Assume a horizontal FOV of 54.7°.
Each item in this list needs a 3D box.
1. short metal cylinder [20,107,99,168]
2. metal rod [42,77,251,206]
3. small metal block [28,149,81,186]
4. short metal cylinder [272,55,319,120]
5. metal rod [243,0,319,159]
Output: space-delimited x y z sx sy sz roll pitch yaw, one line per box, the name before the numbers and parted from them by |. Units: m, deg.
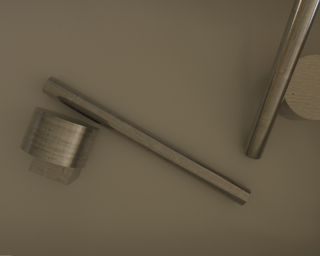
short metal cylinder | -0.122 0.011 0.382 0.080 0.080 0.050 21 90 -1
metal rod | -0.017 0.018 0.411 0.301 0.025 0.025 30 90 -1
small metal block | -0.131 0.048 0.397 0.050 0.050 0.025 22 90 -1
short metal cylinder | 0.190 -0.050 0.401 0.081 0.050 0.079 0 90 -1
metal rod | 0.146 -0.093 0.343 0.025 0.025 0.298 10 119 -1
